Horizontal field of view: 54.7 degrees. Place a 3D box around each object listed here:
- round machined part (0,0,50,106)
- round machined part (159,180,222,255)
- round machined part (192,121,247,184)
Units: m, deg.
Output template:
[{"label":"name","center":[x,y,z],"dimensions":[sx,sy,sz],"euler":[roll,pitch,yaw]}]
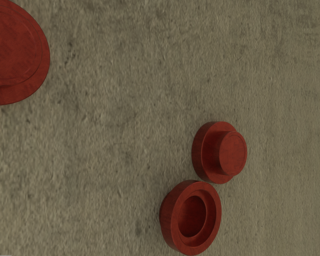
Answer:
[{"label":"round machined part","center":[-0.145,-0.069,0.273],"dimensions":[0.099,0.042,0.097],"euler":[0,90,-40]},{"label":"round machined part","center":[0.038,0.120,0.428],"dimensions":[0.099,0.042,0.097],"euler":[0,90,-40]},{"label":"round machined part","center":[0.098,0.038,0.479],"dimensions":[0.099,0.042,0.097],"euler":[0,90,-40]}]
